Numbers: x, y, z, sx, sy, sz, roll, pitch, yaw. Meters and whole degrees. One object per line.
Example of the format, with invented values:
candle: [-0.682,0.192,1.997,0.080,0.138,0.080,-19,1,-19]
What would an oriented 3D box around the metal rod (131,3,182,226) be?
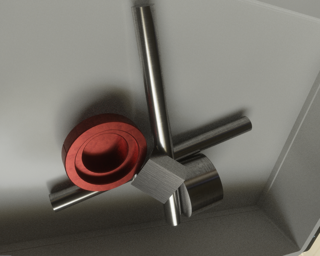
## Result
metal rod: [0.002,0.004,0.389,0.025,0.025,0.298,-18,119,-18]

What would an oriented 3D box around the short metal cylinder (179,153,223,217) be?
short metal cylinder: [0.048,0.082,0.450,0.050,0.080,0.079,-18,126,-18]

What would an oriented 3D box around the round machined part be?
round machined part: [-0.069,0.025,0.375,0.099,0.042,0.097,-14,125,-21]

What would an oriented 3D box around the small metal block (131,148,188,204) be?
small metal block: [-0.001,0.061,0.392,0.050,0.025,0.050,32,121,-5]

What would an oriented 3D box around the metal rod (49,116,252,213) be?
metal rod: [-0.001,0.044,0.435,0.302,0.025,0.025,-21,127,-17]
